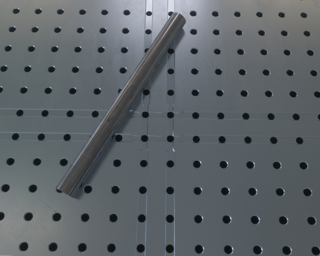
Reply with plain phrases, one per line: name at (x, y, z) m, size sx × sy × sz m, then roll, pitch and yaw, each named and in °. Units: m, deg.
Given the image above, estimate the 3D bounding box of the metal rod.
metal rod at (-0.044, -0.043, 0.427) m, size 0.025 × 0.025 × 0.300 m, roll 28°, pitch 72°, yaw 9°
